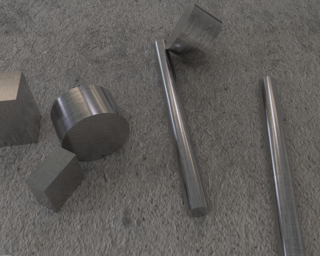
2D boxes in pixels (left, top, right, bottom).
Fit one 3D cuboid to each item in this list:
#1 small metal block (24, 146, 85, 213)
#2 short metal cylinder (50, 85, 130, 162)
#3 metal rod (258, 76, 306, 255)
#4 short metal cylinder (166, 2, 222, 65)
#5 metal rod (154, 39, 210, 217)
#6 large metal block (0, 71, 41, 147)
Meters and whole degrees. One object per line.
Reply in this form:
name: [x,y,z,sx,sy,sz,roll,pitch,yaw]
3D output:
small metal block: [-0.112,0.057,0.339,0.025,0.050,0.050,22,54,18]
short metal cylinder: [-0.084,-0.005,0.371,0.081,0.080,0.050,-21,53,-17]
metal rod: [0.141,0.046,0.365,0.025,0.025,0.300,6,50,4]
short metal cylinder: [0.052,-0.145,0.481,0.050,0.080,0.080,28,50,-15]
metal rod: [0.021,-0.024,0.423,0.025,0.025,0.300,-6,50,-5]
large metal block: [-0.202,-0.020,0.383,0.081,0.080,0.050,-7,51,-6]
